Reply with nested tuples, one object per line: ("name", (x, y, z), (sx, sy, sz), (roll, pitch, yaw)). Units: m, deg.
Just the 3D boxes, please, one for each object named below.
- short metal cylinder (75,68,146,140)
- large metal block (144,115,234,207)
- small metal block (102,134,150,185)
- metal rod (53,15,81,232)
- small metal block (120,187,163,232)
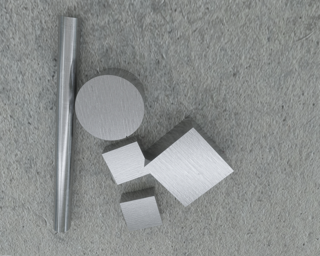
("short metal cylinder", (-0.059, -0.031, 0.384), (0.081, 0.050, 0.079), (0, 110, -1))
("large metal block", (0.037, 0.043, 0.413), (0.080, 0.050, 0.080), (-40, 106, 13))
("small metal block", (-0.044, 0.043, 0.425), (0.050, 0.025, 0.050), (-21, 109, 7))
("metal rod", (-0.125, 0.009, 0.411), (0.025, 0.025, 0.298), (7, 110, -3))
("small metal block", (-0.026, 0.119, 0.453), (0.050, 0.025, 0.050), (-13, 110, 4))
